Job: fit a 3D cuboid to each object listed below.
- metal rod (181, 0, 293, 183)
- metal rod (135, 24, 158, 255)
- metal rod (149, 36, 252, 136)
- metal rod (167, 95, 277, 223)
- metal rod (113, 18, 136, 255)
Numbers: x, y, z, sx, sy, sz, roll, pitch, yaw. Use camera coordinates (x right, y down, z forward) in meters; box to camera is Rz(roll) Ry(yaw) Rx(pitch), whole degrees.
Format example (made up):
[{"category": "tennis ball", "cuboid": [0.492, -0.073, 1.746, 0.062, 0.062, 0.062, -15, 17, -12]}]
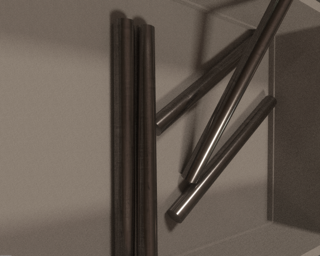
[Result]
[{"category": "metal rod", "cuboid": [0.105, -0.059, 0.418, 0.025, 0.025, 0.298, 16, 105, -39]}, {"category": "metal rod", "cuboid": [-0.017, 0.022, 0.379, 0.025, 0.025, 0.298, 3, 84, -40]}, {"category": "metal rod", "cuboid": [0.088, -0.083, 0.482, 0.302, 0.025, 0.025, -41, 115, -32]}, {"category": "metal rod", "cuboid": [0.114, 0.035, 0.505, 0.302, 0.025, 0.025, -42, 116, -32]}, {"category": "metal rod", "cuboid": [-0.043, 0.021, 0.372, 0.025, 0.025, 0.298, -1, 91, -40]}]
